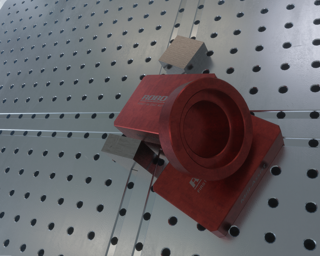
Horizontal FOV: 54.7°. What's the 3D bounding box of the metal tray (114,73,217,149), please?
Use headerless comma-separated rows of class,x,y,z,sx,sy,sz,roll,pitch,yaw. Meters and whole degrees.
metal tray,0.009,-0.025,0.393,0.130,0.030,0.090,9,62,47

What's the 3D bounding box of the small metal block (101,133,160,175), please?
small metal block,-0.037,0.033,0.391,0.050,0.050,0.025,10,67,32

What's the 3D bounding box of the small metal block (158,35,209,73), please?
small metal block,0.035,-0.104,0.454,0.050,0.025,0.050,28,77,37

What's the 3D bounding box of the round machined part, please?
round machined part,0.041,0.001,0.309,0.042,0.098,0.098,-7,53,61

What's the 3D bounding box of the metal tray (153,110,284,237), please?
metal tray,0.064,0.041,0.346,0.090,0.030,0.130,28,77,37
